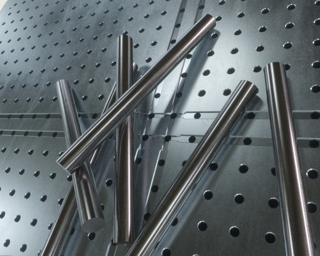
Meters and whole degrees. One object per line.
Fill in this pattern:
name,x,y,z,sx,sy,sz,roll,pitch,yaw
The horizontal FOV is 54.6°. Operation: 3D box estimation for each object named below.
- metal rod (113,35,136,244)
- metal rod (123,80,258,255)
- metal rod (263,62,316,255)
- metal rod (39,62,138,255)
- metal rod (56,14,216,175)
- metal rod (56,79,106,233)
metal rod,-0.048,-0.003,0.418,0.025,0.025,0.299,-14,61,20
metal rod,0.025,0.069,0.353,0.025,0.025,0.300,27,76,37
metal rod,0.129,0.057,0.305,0.025,0.025,0.300,-9,57,23
metal rod,-0.092,0.031,0.438,0.025,0.025,0.300,5,64,30
metal rod,-0.019,-0.058,0.417,0.025,0.025,0.301,25,63,37
metal rod,-0.120,0.014,0.436,0.025,0.025,0.300,-35,43,5
